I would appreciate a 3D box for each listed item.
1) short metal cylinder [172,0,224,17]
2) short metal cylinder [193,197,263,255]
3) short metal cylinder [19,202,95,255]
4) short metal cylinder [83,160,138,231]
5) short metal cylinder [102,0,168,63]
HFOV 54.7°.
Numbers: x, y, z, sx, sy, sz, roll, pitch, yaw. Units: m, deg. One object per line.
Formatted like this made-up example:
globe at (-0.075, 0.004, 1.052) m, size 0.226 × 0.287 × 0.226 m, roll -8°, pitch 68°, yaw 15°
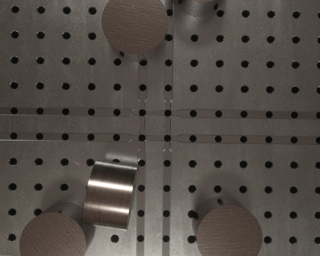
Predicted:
short metal cylinder at (0.053, -0.193, 0.401) m, size 0.081 × 0.050 × 0.079 m, roll 0°, pitch 90°, yaw -1°
short metal cylinder at (0.085, 0.134, 0.402) m, size 0.081 × 0.050 × 0.079 m, roll 0°, pitch 90°, yaw -1°
short metal cylinder at (-0.130, 0.142, 0.399) m, size 0.081 × 0.050 × 0.079 m, roll 0°, pitch 90°, yaw -1°
short metal cylinder at (-0.059, 0.083, 0.385) m, size 0.050 × 0.080 × 0.080 m, roll 9°, pitch 90°, yaw 0°
short metal cylinder at (-0.030, -0.129, 0.400) m, size 0.081 × 0.050 × 0.079 m, roll 0°, pitch 90°, yaw -1°
